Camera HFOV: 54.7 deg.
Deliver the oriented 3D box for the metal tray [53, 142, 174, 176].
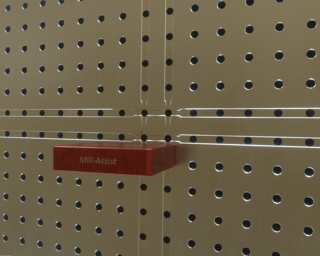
[{"bbox_3d":[-0.056,0.037,0.396,0.130,0.090,0.030,0,90,19],"label":"metal tray"}]
